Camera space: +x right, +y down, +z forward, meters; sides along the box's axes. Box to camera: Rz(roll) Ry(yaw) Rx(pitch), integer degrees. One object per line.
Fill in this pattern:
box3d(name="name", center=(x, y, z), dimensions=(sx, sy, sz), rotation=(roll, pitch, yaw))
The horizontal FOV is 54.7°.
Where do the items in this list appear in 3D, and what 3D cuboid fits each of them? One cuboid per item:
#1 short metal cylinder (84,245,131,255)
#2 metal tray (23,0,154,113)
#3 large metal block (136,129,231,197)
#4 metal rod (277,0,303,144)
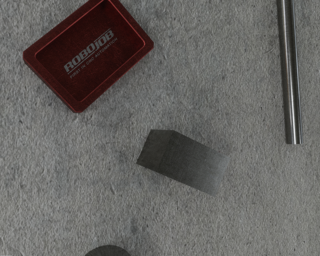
box3d(name="short metal cylinder", center=(-0.062, 0.190, 0.374), dimensions=(0.081, 0.050, 0.080), rotation=(0, 90, -20))
box3d(name="metal tray", center=(-0.083, -0.092, 0.375), dimensions=(0.130, 0.030, 0.090), rotation=(-45, 104, -15))
box3d(name="large metal block", center=(0.026, 0.041, 0.390), dimensions=(0.080, 0.080, 0.050), rotation=(26, 82, -18))
box3d(name="metal rod", center=(0.200, -0.124, 0.483), dimensions=(0.025, 0.025, 0.298), rotation=(-5, 92, -20))
